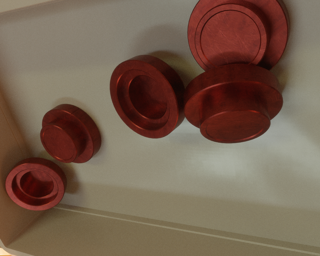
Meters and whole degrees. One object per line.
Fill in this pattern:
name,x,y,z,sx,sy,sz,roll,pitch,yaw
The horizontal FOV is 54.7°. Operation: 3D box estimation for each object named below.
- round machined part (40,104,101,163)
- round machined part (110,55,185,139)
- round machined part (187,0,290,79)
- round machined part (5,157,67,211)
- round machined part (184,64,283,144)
round machined part,-0.145,0.015,0.481,0.098,0.042,0.097,13,124,20
round machined part,-0.009,-0.040,0.370,0.098,0.042,0.097,20,128,28
round machined part,0.073,-0.090,0.303,0.098,0.042,0.097,13,124,20
round machined part,-0.215,0.094,0.549,0.099,0.042,0.097,-2,113,-4
round machined part,0.074,-0.017,0.316,0.099,0.042,0.098,0,151,0
